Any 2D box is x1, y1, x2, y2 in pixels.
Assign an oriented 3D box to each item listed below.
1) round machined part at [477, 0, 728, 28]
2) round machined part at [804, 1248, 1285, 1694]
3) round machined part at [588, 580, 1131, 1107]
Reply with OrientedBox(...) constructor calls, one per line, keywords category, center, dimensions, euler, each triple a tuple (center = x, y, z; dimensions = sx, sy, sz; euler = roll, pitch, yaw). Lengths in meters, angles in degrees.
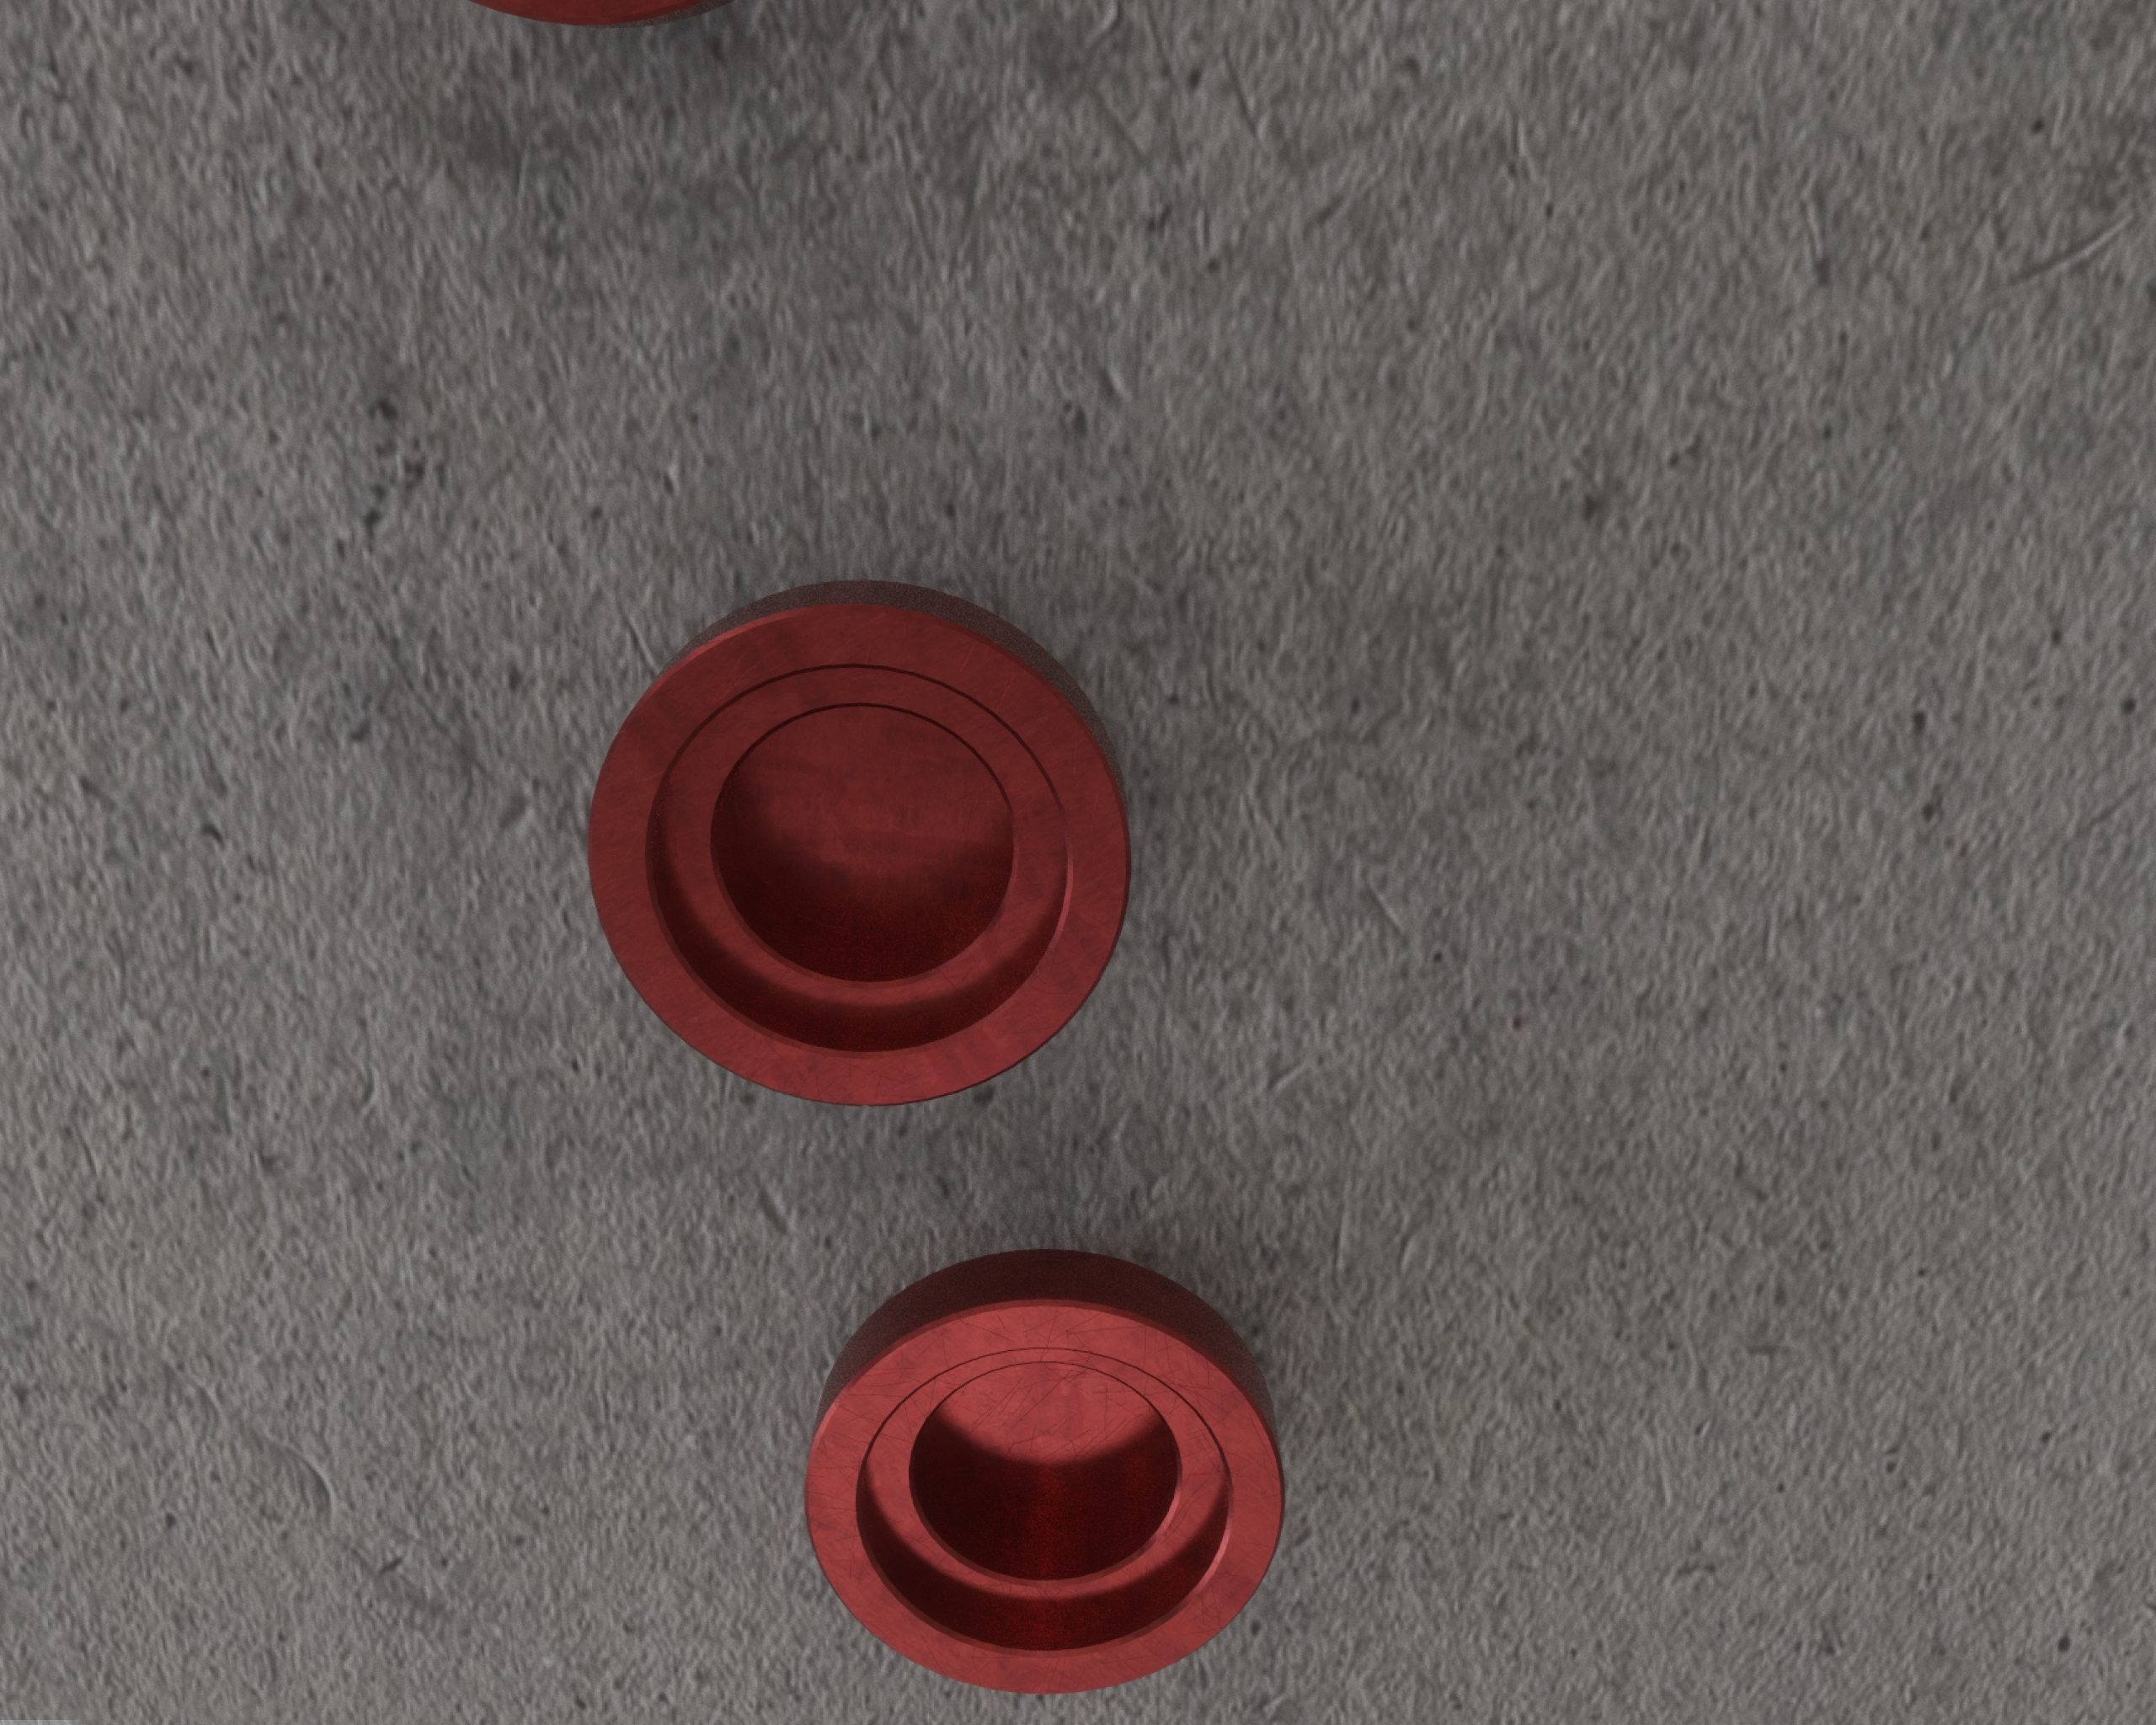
OrientedBox(category="round machined part", center=(-0.077, -0.185, 0.332), dimensions=(0.099, 0.042, 0.097), euler=(0, 110, 0))
OrientedBox(category="round machined part", center=(-0.007, 0.125, 0.446), dimensions=(0.099, 0.042, 0.097), euler=(0, 110, 0))
OrientedBox(category="round machined part", center=(-0.040, -0.006, 0.398), dimensions=(0.099, 0.042, 0.097), euler=(0, 110, 0))
